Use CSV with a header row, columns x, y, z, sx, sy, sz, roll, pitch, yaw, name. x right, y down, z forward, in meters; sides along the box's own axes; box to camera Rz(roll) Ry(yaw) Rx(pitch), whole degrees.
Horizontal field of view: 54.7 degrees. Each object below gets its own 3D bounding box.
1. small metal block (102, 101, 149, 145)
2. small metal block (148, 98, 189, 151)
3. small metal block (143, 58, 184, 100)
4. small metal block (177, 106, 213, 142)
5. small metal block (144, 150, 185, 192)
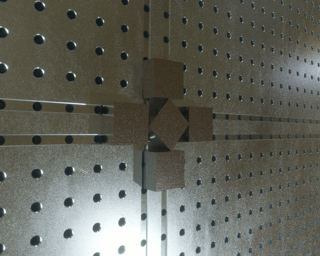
x,y,z,sx,sy,sz,roll,pitch,yaw,name
-0.041,-0.005,0.376,0.050,0.025,0.050,2,89,-40,small metal block
0.005,-0.004,0.415,0.050,0.025,0.050,50,61,-29,small metal block
0.005,-0.064,0.415,0.050,0.025,0.050,-1,91,-40,small metal block
0.051,-0.005,0.454,0.050,0.025,0.050,0,90,-40,small metal block
0.006,0.056,0.416,0.050,0.025,0.050,0,90,-40,small metal block
